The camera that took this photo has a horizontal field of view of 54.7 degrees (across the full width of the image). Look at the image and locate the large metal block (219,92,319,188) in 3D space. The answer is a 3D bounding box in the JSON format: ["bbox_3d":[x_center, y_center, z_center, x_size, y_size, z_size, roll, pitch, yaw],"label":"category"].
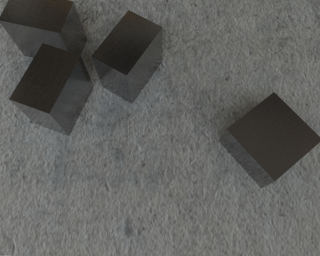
[{"bbox_3d":[0.136,0.016,0.391,0.080,0.050,0.080,-37,74,-13],"label":"large metal block"}]

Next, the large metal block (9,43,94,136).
[{"bbox_3d":[-0.132,-0.046,0.394,0.050,0.080,0.080,20,71,6],"label":"large metal block"}]

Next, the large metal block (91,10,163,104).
[{"bbox_3d":[-0.039,-0.091,0.412,0.050,0.080,0.080,30,73,10],"label":"large metal block"}]

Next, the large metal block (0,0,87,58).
[{"bbox_3d":[-0.155,-0.134,0.426,0.080,0.080,0.050,13,71,4],"label":"large metal block"}]
